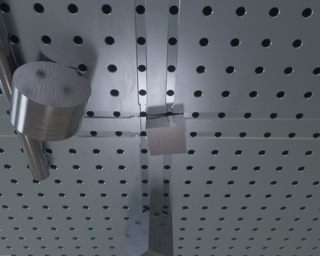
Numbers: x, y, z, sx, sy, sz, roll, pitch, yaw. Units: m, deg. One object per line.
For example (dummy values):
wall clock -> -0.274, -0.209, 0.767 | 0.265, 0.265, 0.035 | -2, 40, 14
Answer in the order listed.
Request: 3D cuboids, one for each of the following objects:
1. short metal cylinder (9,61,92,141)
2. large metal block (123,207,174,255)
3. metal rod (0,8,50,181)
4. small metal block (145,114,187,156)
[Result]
short metal cylinder -> -0.123, -0.031, 0.348 | 0.081, 0.080, 0.050 | 16, 128, -14
large metal block -> -0.022, 0.201, 0.547 | 0.050, 0.080, 0.080 | 29, 124, -22
metal rod -> -0.176, -0.043, 0.373 | 0.025, 0.025, 0.298 | 1, 130, -1
small metal block -> 0.009, 0.010, 0.420 | 0.050, 0.025, 0.050 | -5, 130, 3
